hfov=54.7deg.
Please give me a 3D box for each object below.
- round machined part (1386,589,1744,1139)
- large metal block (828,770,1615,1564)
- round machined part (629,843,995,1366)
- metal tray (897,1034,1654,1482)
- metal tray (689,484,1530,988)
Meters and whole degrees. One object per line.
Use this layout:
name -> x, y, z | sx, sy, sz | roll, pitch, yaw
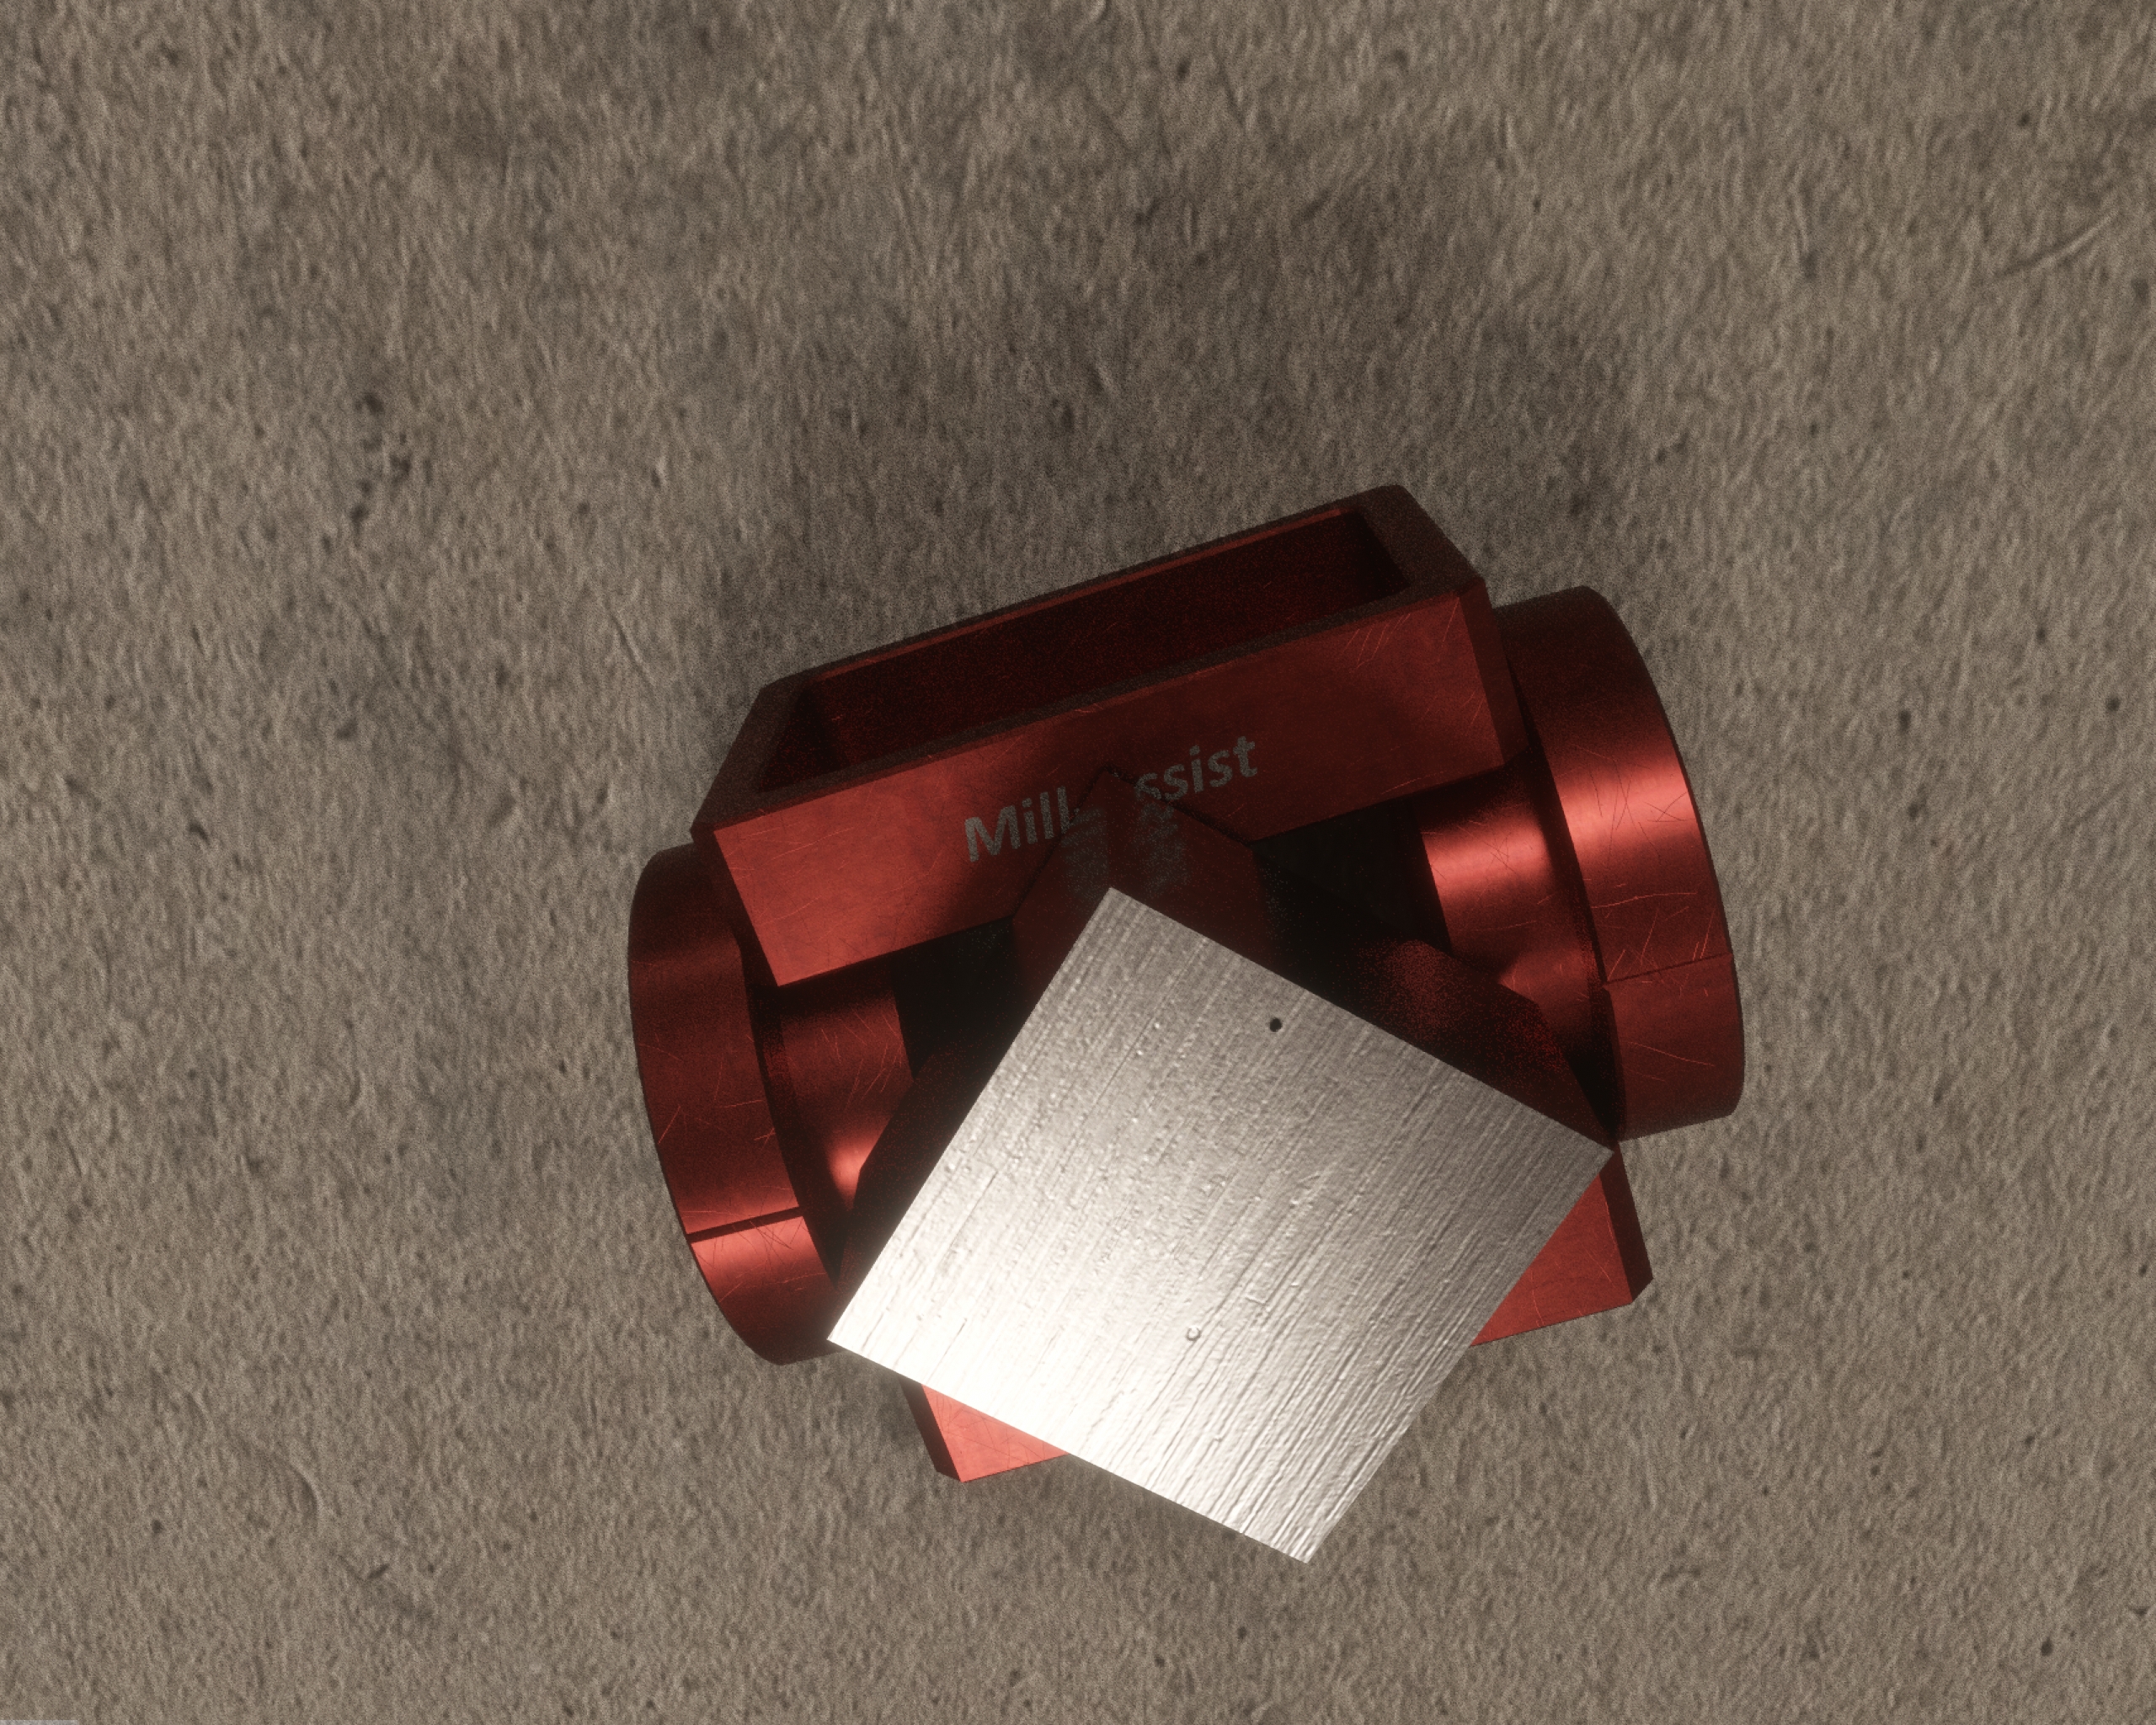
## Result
round machined part -> 0.082, 0.003, 0.374 | 0.042, 0.098, 0.097 | -15, 110, 5
large metal block -> 0.019, 0.045, 0.316 | 0.080, 0.050, 0.080 | 28, 107, -10
round machined part -> -0.044, 0.040, 0.386 | 0.042, 0.098, 0.097 | -15, 110, 5
metal tray -> 0.033, 0.064, 0.399 | 0.131, 0.090, 0.030 | -16, 110, 5
metal tray -> 0.004, -0.026, 0.368 | 0.131, 0.090, 0.030 | -17, 109, 6
